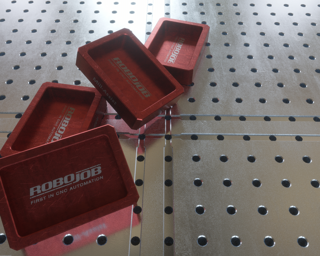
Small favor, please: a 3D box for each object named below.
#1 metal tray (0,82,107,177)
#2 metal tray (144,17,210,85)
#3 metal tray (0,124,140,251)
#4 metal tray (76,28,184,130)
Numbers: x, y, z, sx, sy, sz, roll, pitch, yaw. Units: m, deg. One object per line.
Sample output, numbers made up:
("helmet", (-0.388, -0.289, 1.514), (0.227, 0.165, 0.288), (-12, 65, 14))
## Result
("metal tray", (-0.132, -0.002, 0.404), (0.090, 0.030, 0.130), (8, 50, 6))
("metal tray", (0.025, -0.132, 0.515), (0.090, 0.030, 0.130), (14, 51, 11))
("metal tray", (-0.098, 0.059, 0.327), (0.131, 0.030, 0.090), (-19, 82, -16))
("metal tray", (-0.041, -0.071, 0.430), (0.091, 0.030, 0.130), (-36, 80, -32))
